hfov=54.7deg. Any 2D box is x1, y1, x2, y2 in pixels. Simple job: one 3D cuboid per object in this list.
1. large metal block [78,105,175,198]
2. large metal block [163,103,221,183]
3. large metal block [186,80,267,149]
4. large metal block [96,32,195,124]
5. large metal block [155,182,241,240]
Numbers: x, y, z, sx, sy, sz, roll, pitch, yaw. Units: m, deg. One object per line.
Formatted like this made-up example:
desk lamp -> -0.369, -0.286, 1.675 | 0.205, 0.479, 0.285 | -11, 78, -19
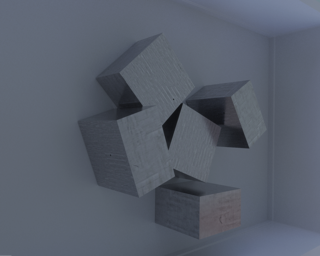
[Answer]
large metal block -> -0.038, 0.022, 0.339 | 0.050, 0.080, 0.080 | -24, 106, -38
large metal block -> 0.029, 0.021, 0.415 | 0.080, 0.050, 0.080 | 28, 72, -37
large metal block -> 0.097, -0.019, 0.452 | 0.050, 0.080, 0.080 | -38, 114, -34
large metal block -> -0.015, -0.055, 0.377 | 0.080, 0.050, 0.080 | -50, 120, -29
large metal block -> 0.051, 0.105, 0.415 | 0.081, 0.080, 0.050 | 1, 90, -40
